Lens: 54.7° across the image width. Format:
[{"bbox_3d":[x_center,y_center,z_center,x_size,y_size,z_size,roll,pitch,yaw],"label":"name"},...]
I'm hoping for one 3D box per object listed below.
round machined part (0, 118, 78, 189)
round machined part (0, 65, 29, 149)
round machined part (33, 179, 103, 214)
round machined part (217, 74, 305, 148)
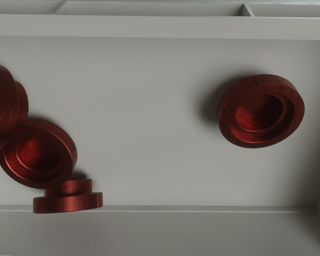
[{"bbox_3d":[-0.159,0.030,0.413,0.099,0.042,0.097,1,118,2],"label":"round machined part"},{"bbox_3d":[-0.188,-0.023,0.353,0.098,0.098,0.042,-38,159,27],"label":"round machined part"},{"bbox_3d":[-0.135,0.099,0.459,0.099,0.042,0.098,-4,171,0],"label":"round machined part"},{"bbox_3d":[0.118,-0.024,0.378,0.099,0.042,0.097,0,130,0],"label":"round machined part"}]
